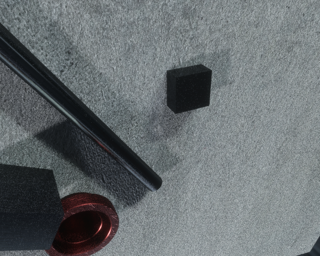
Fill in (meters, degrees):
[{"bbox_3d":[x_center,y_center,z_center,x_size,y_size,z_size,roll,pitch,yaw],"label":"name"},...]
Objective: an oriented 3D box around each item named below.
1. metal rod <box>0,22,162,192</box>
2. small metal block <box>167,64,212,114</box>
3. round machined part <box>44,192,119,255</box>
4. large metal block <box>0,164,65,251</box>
[{"bbox_3d":[-0.082,-0.006,0.359,0.025,0.025,0.300,-41,130,-1],"label":"metal rod"},{"bbox_3d":[0.037,-0.050,0.398,0.050,0.025,0.050,-15,125,-21],"label":"small metal block"},{"bbox_3d":[-0.109,0.125,0.415,0.099,0.042,0.097,-14,125,-21],"label":"round machined part"},{"bbox_3d":[-0.159,0.084,0.337,0.081,0.080,0.050,13,111,-34],"label":"large metal block"}]
